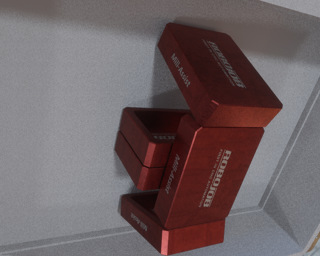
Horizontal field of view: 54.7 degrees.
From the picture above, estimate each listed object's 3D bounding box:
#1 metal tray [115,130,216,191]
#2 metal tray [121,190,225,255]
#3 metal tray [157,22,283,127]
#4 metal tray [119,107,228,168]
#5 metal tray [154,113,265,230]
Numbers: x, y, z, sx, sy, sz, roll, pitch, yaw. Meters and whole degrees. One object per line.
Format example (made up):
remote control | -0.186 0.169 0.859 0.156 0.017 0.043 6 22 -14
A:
metal tray | 0.018 0.036 0.398 0.131 0.090 0.030 1 118 -29
metal tray | 0.012 0.120 0.418 0.091 0.130 0.030 0 97 -29
metal tray | 0.060 -0.059 0.334 0.091 0.130 0.030 0 138 -29
metal tray | 0.026 0.008 0.385 0.131 0.090 0.030 1 118 -29
metal tray | 0.052 0.049 0.345 0.091 0.030 0.129 0 118 -30
